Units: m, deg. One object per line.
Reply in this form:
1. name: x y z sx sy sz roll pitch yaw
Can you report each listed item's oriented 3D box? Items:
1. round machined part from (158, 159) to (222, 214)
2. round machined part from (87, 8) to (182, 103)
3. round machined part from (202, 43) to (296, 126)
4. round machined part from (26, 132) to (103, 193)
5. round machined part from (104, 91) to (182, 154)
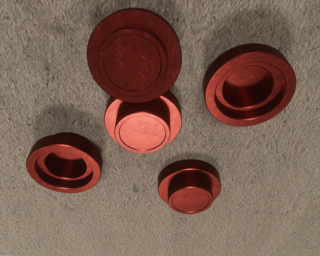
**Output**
1. round machined part: 0.046 0.097 0.479 0.099 0.042 0.097 -1 130 0
2. round machined part: -0.026 -0.071 0.320 0.099 0.042 0.097 0 115 1
3. round machined part: 0.098 -0.052 0.354 0.099 0.042 0.097 -1 130 0
4. round machined part: -0.129 0.044 0.432 0.099 0.042 0.097 -1 130 0
5. round machined part: -0.021 -0.006 0.391 0.099 0.042 0.097 -1 130 0
